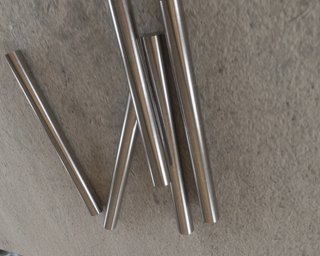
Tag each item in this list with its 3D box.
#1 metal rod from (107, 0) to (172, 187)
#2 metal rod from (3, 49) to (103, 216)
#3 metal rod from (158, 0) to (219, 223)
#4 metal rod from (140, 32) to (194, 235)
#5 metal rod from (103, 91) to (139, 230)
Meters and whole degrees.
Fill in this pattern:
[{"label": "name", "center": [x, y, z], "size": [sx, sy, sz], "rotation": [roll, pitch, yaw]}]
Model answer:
[{"label": "metal rod", "center": [-0.029, -0.069, 0.353], "size": [0.025, 0.025, 0.298], "rotation": [-3, 110, 29]}, {"label": "metal rod", "center": [-0.164, 0.020, 0.503], "size": [0.025, 0.025, 0.298], "rotation": [-8, 115, 31]}, {"label": "metal rod", "center": [0.041, -0.002, 0.382], "size": [0.025, 0.025, 0.298], "rotation": [1, 119, 27]}, {"label": "metal rod", "center": [0.015, 0.026, 0.413], "size": [0.025, 0.025, 0.298], "rotation": [3, 120, 26]}, {"label": "metal rod", "center": [-0.057, 0.058, 0.471], "size": [0.025, 0.025, 0.298], "rotation": [25, 127, 12]}]
